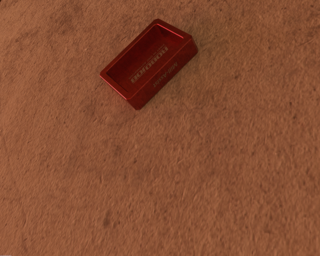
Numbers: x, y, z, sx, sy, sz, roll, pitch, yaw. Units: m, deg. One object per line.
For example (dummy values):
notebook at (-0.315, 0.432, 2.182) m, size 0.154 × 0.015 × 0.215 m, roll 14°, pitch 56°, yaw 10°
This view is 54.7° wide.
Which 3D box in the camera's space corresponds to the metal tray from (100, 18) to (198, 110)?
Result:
metal tray at (-0.018, -0.099, 0.469) m, size 0.130 × 0.030 × 0.090 m, roll -45°, pitch 51°, yaw -4°
